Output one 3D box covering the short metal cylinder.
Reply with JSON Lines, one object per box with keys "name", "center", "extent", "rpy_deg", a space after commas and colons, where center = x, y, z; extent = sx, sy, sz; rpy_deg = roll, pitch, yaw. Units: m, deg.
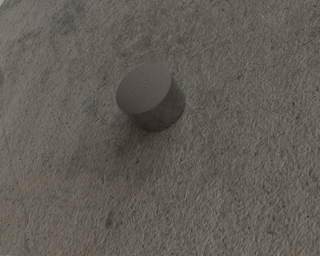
{"name": "short metal cylinder", "center": [-0.012, -0.041, 0.419], "extent": [0.080, 0.050, 0.080], "rpy_deg": [-13, 56, 21]}
